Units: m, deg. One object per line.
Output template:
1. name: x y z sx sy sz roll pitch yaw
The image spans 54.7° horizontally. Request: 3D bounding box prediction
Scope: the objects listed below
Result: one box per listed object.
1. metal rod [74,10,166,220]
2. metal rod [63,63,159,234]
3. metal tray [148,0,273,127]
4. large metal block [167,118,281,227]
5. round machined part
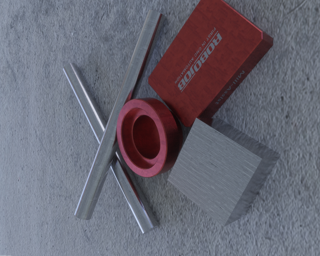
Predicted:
1. metal rod: -0.057 -0.012 0.426 0.025 0.025 0.298 27 99 36
2. metal rod: -0.082 0.017 0.470 0.025 0.025 0.299 -45 63 30
3. metal tray: 0.051 -0.075 0.358 0.090 0.030 0.129 52 120 27
4. large metal block: 0.066 0.043 0.333 0.080 0.050 0.079 36 112 34
5. round machined part: -0.010 0.010 0.391 0.098 0.042 0.097 14 109 46
